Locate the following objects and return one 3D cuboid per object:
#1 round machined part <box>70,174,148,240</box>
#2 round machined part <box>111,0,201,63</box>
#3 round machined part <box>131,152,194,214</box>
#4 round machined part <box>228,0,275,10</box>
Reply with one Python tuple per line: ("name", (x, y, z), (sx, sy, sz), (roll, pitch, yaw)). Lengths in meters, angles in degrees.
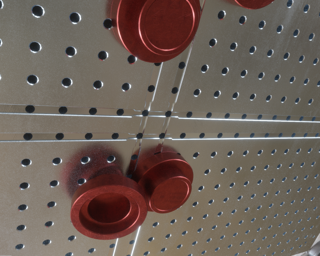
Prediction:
("round machined part", (-0.068, 0.101, 0.417), (0.099, 0.042, 0.097), (-6, 121, -9))
("round machined part", (0.002, -0.116, 0.331), (0.099, 0.042, 0.097), (-14, 125, -21))
("round machined part", (0.008, 0.088, 0.461), (0.099, 0.042, 0.097), (-14, 125, -21))
("round machined part", (0.117, -0.185, 0.351), (0.099, 0.042, 0.097), (-14, 124, -21))
